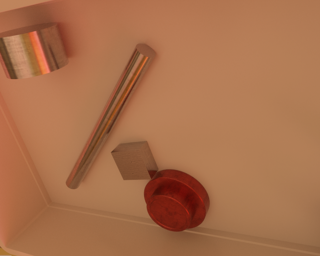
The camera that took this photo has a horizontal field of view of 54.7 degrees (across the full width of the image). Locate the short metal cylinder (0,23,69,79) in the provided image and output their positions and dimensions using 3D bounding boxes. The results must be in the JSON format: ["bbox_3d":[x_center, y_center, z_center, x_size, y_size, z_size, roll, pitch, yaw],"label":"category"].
[{"bbox_3d":[-0.164,-0.100,0.395,0.080,0.080,0.050,4,120,26],"label":"short metal cylinder"}]

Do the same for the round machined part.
[{"bbox_3d":[0.020,0.113,0.456,0.098,0.042,0.097,13,124,20],"label":"round machined part"}]

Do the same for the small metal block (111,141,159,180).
[{"bbox_3d":[-0.037,0.049,0.457,0.050,0.025,0.050,-7,115,31],"label":"small metal block"}]

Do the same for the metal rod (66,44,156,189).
[{"bbox_3d":[-0.085,0.004,0.453,0.025,0.025,0.298,38,129,2],"label":"metal rod"}]
